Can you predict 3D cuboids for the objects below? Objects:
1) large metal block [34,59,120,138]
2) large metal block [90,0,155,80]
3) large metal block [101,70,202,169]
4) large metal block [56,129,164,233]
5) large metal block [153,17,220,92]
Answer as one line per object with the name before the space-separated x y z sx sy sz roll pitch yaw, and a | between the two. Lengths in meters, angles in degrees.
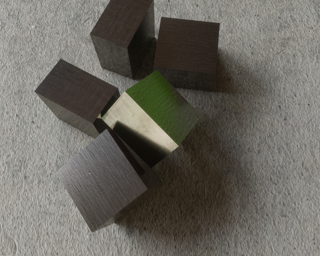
large metal block | -0.094 -0.029 0.388 0.080 0.080 0.050 28 72 11
large metal block | -0.047 -0.127 0.425 0.050 0.080 0.080 22 72 8
large metal block | -0.007 -0.013 0.369 0.080 0.050 0.080 46 36 -2
large metal block | -0.057 0.059 0.358 0.080 0.050 0.080 -40 74 12
large metal block | 0.036 -0.102 0.432 0.080 0.050 0.080 7 70 2
